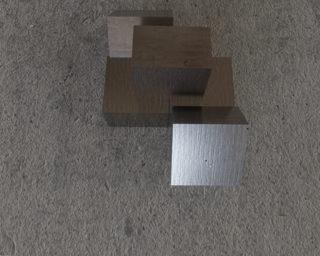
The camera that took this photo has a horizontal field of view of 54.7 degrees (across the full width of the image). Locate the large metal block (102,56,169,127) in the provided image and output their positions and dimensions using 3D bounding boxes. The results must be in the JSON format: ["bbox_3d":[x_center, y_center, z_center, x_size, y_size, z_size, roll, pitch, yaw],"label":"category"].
[{"bbox_3d":[-0.029,-0.047,0.411,0.081,0.050,0.080,1,70,0],"label":"large metal block"}]

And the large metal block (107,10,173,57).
[{"bbox_3d":[-0.024,-0.130,0.421,0.081,0.050,0.080,0,26,0],"label":"large metal block"}]

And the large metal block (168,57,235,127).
[{"bbox_3d":[0.052,-0.047,0.412,0.081,0.050,0.080,1,70,0],"label":"large metal block"}]

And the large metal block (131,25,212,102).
[{"bbox_3d":[0.012,-0.070,0.353,0.081,0.080,0.050,1,70,0],"label":"large metal block"}]

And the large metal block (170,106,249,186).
[{"bbox_3d":[0.054,0.021,0.367,0.081,0.079,0.050,1,26,-1],"label":"large metal block"}]
